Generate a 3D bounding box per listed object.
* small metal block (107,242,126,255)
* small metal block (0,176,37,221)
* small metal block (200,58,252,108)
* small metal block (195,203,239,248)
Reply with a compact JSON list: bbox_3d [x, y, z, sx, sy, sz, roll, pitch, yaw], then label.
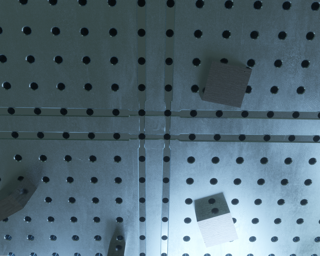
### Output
[{"bbox_3d":[-0.071,0.215,0.479,0.025,0.050,0.050,8,110,-3],"label":"small metal block"},{"bbox_3d":[-0.209,0.100,0.434,0.050,0.050,0.025,-30,108,10],"label":"small metal block"},{"bbox_3d":[0.082,-0.057,0.394,0.050,0.025,0.050,11,110,-5],"label":"small metal block"},{"bbox_3d":[0.086,0.147,0.469,0.050,0.025,0.050,-18,109,6],"label":"small metal block"}]
